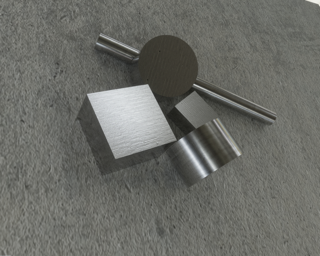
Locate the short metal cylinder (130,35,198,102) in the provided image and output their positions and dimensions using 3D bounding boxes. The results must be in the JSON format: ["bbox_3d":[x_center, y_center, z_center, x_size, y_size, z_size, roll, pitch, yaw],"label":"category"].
[{"bbox_3d":[0.004,-0.078,0.417,0.081,0.050,0.080,1,87,-18],"label":"short metal cylinder"}]

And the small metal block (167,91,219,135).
[{"bbox_3d":[0.047,-0.018,0.440,0.050,0.025,0.050,47,51,5],"label":"small metal block"}]

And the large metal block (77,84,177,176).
[{"bbox_3d":[-0.040,0.000,0.366,0.081,0.050,0.080,-15,70,-34],"label":"large metal block"}]

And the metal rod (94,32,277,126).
[{"bbox_3d":[0.049,-0.069,0.471,0.302,0.025,0.025,21,54,-16],"label":"metal rod"}]

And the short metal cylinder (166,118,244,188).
[{"bbox_3d":[0.054,0.031,0.379,0.081,0.080,0.050,-23,74,-36],"label":"short metal cylinder"}]
